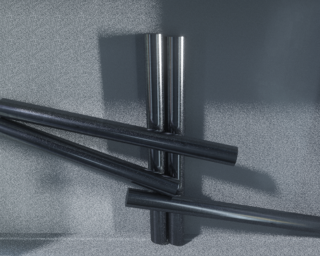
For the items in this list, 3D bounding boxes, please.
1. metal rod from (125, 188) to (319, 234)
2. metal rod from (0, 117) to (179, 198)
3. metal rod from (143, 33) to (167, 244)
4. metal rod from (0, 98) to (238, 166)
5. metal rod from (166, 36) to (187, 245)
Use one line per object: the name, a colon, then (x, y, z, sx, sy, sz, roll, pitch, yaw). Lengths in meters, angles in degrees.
metal rod: (0.102, 0.119, 0.437, 0.302, 0.025, 0.025, 11, 110, -11)
metal rod: (-0.120, 0.029, 0.405, 0.302, 0.025, 0.025, 20, 109, -2)
metal rod: (-0.004, 0.028, 0.418, 0.025, 0.025, 0.298, -1, 110, 0)
metal rod: (-0.054, 0.005, 0.390, 0.302, 0.025, 0.025, 12, 110, 3)
metal rod: (0.022, 0.030, 0.420, 0.025, 0.025, 0.298, -1, 110, 0)
